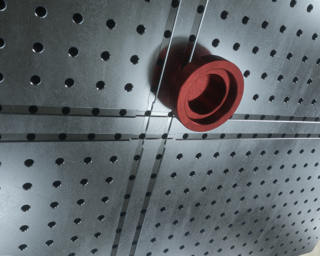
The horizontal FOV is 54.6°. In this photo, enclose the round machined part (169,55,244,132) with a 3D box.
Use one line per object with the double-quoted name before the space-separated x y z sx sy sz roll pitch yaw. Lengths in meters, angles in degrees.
"round machined part" 0.056 -0.047 0.401 0.099 0.042 0.097 -14 124 -21
